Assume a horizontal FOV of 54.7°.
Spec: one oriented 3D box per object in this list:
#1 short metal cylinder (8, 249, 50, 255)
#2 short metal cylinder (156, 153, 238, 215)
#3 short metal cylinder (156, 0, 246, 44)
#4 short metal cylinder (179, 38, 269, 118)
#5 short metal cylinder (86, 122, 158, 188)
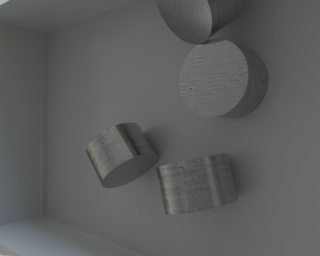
[{"bbox_3d":[-0.249,0.266,0.580,0.080,0.081,0.050,-4,87,40],"label":"short metal cylinder"},{"bbox_3d":[0.040,0.060,0.338,0.080,0.081,0.050,-19,78,38],"label":"short metal cylinder"},{"bbox_3d":[0.040,-0.134,0.317,0.080,0.050,0.080,43,159,22],"label":"short metal cylinder"},{"bbox_3d":[0.068,-0.051,0.334,0.080,0.050,0.080,0,91,40],"label":"short metal cylinder"},{"bbox_3d":[-0.050,0.037,0.413,0.080,0.081,0.050,-47,62,30],"label":"short metal cylinder"}]
